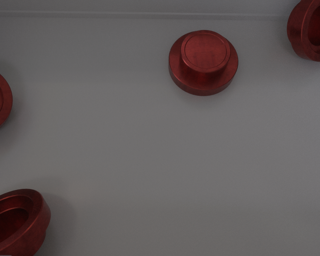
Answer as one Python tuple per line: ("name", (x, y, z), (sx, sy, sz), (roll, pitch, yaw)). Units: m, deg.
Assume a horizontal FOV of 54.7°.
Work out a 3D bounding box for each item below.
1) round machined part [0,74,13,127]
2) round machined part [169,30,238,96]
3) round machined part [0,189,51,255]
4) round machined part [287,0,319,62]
("round machined part", (-0.245, -0.033, 0.397), (0.099, 0.042, 0.098), (8, 73, -27))
("round machined part", (0.061, -0.098, 0.437), (0.099, 0.042, 0.098), (0, 70, 0))
("round machined part", (-0.167, 0.116, 0.339), (0.098, 0.042, 0.098), (-13, 29, 7))
("round machined part", (0.220, -0.146, 0.437), (0.098, 0.098, 0.042), (-32, 31, -11))
